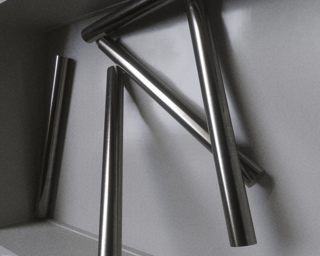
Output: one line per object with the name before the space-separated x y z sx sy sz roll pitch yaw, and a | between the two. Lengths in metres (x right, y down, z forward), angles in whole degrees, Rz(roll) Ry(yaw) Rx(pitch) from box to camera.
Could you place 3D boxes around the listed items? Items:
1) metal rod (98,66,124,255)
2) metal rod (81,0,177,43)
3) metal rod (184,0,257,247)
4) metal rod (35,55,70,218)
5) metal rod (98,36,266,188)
metal rod | -0.059 0.043 0.384 0.025 0.025 0.299 -29 50 36
metal rod | -0.014 -0.158 0.390 0.300 0.025 0.025 -5 87 47
metal rod | 0.059 -0.032 0.334 0.025 0.025 0.299 -21 70 38
metal rod | -0.197 0.020 0.565 0.025 0.025 0.298 17 101 38
metal rod | 0.009 -0.038 0.397 0.300 0.025 0.025 45 117 30
